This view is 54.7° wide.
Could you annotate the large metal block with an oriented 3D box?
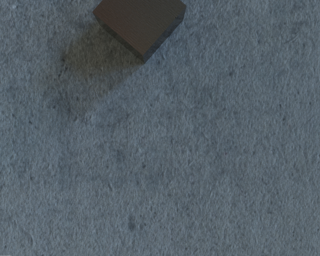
[{"bbox_3d":[-0.025,-0.143,0.397,0.080,0.050,0.080,41,90,-1],"label":"large metal block"}]
